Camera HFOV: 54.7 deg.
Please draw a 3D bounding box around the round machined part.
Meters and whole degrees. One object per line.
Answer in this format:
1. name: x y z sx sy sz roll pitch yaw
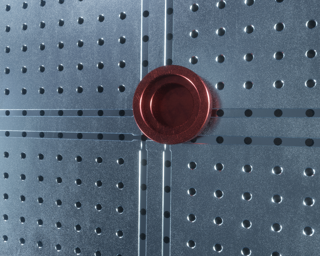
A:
1. round machined part: 0.019 -0.029 0.396 0.098 0.042 0.097 0 90 19
